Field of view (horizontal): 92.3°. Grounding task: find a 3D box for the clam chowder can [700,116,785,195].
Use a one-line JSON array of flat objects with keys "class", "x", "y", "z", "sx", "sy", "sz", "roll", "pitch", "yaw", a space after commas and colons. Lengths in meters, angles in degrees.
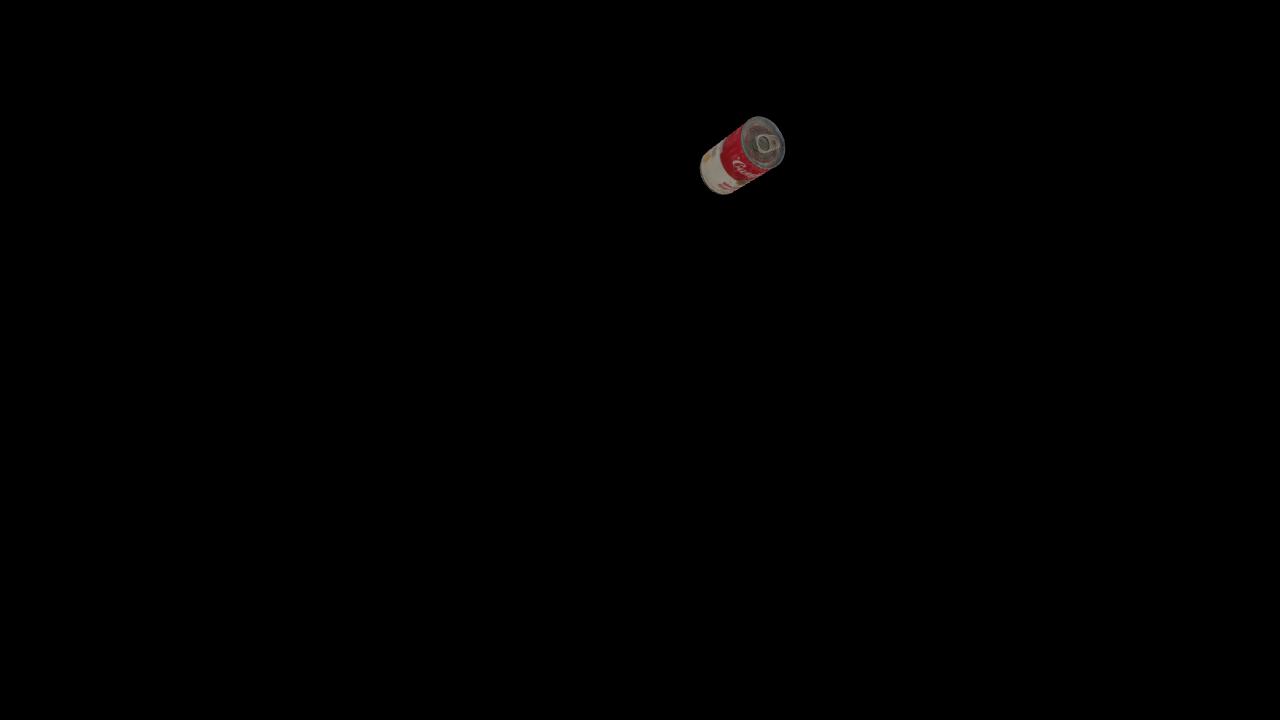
[{"class": "clam chowder can", "x": 0.132, "y": -0.266, "z": 0.811, "sx": 0.068, "sy": 0.068, "sz": 0.102, "roll": 0, "pitch": -5, "yaw": -26}]
